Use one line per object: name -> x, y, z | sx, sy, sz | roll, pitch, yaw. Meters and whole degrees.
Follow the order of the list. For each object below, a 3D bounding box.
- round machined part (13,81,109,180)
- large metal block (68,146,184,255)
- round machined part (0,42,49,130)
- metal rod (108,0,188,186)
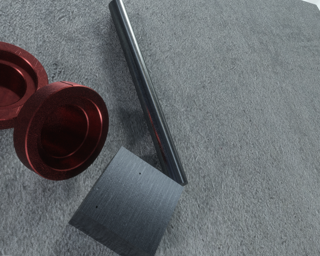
round machined part -> -0.102, 0.000, 0.315 | 0.042, 0.097, 0.099 | 19, 41, 33
large metal block -> -0.033, 0.080, 0.322 | 0.080, 0.050, 0.080 | 35, 51, -6
round machined part -> -0.172, -0.041, 0.325 | 0.099, 0.042, 0.098 | 14, 56, -21
metal rod -> -0.023, -0.061, 0.429 | 0.025, 0.025, 0.299 | -5, 64, -31
